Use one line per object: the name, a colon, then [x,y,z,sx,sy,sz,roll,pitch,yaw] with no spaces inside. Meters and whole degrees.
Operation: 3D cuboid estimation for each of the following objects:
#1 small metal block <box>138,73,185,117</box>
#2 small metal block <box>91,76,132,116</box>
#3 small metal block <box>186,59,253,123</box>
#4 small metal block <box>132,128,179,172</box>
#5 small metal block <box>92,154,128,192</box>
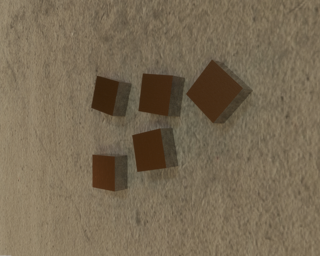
small metal block: [0.002,-0.043,0.402,0.050,0.025,0.050,12,97,39]
small metal block: [-0.073,-0.048,0.463,0.050,0.025,0.050,20,103,38]
small metal block: [0.066,-0.040,0.349,0.050,0.025,0.050,51,120,27]
small metal block: [-0.007,0.029,0.409,0.050,0.025,0.050,-14,81,39]
small metal block: [-0.075,0.065,0.465,0.050,0.025,0.050,0,90,39]
